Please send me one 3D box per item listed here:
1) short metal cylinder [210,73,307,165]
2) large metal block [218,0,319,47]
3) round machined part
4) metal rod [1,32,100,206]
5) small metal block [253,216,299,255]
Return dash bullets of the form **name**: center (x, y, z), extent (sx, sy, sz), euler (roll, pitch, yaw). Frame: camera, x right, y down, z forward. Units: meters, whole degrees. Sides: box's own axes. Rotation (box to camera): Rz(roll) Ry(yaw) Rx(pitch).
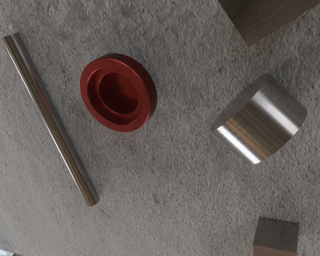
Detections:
- **short metal cylinder**: center (0.098, -0.009, 0.314), extent (0.050, 0.080, 0.080), euler (43, 129, -2)
- **large metal block**: center (0.099, -0.117, 0.246), extent (0.080, 0.080, 0.050), euler (-29, 103, 37)
- **round machined part**: center (-0.047, -0.047, 0.390), extent (0.098, 0.042, 0.097), euler (13, 124, 20)
- **metal rod**: center (-0.165, 0.000, 0.490), extent (0.025, 0.025, 0.298), euler (-6, 116, 30)
- **small metal block**: center (0.151, 0.145, 0.401), extent (0.050, 0.050, 0.025), euler (3, 120, 26)
